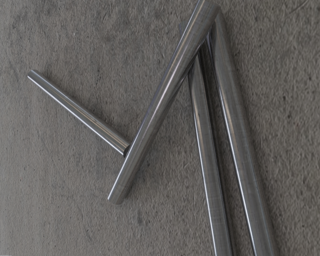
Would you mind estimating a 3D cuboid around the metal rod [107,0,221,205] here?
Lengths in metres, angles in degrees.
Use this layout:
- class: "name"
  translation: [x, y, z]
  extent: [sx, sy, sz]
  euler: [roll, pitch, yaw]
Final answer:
- class: "metal rod"
  translation: [-0.007, -0.013, 0.388]
  extent: [0.025, 0.025, 0.298]
  euler: [45, 124, 30]

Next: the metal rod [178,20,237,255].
- class: "metal rod"
  translation: [0.056, 0.021, 0.359]
  extent: [0.025, 0.025, 0.298]
  euler: [-14, 81, 39]

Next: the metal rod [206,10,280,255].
- class: "metal rod"
  translation: [0.086, 0.014, 0.333]
  extent: [0.025, 0.025, 0.299]
  euler: [-18, 79, 38]

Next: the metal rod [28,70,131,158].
- class: "metal rod"
  translation: [-0.145, -0.035, 0.524]
  extent: [0.300, 0.025, 0.025]
  euler: [34, 111, 35]
